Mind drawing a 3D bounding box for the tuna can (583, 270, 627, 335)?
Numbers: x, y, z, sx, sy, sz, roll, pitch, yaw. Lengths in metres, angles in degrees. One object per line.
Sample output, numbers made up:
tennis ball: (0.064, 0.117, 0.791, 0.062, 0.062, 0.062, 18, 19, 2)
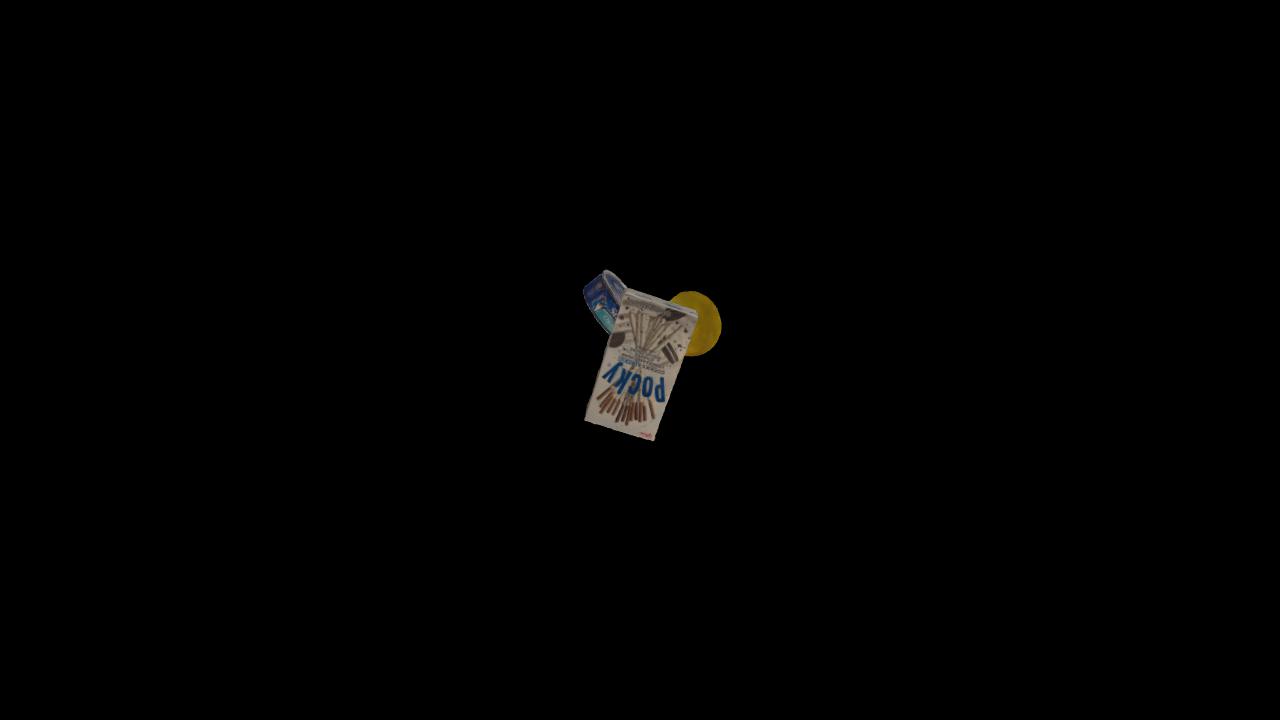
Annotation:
tuna can: (-0.026, -0.057, 0.681, 0.034, 0.084, 0.084, -36, -10, 14)

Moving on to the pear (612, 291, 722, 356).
pear: (0.046, -0.031, 0.741, 0.111, 0.080, 0.080, -39, 18, -24)

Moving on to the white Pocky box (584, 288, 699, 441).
white Pocky box: (0.000, 0.007, 0.665, 0.084, 0.154, 0.028, 18, 19, -3)
